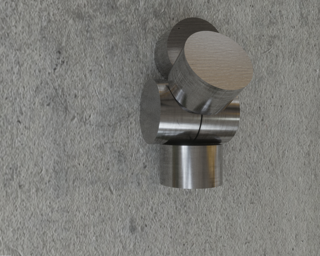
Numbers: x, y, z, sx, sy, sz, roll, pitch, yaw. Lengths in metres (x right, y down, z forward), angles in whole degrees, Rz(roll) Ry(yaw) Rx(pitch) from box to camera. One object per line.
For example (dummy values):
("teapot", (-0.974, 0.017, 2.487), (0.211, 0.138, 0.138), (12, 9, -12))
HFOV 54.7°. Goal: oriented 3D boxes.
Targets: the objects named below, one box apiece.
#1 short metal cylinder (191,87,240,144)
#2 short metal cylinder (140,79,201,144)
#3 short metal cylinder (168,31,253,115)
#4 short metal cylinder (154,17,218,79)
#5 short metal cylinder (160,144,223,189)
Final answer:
("short metal cylinder", (0.060, -0.019, 0.404), (0.050, 0.080, 0.079), (0, 90, -20))
("short metal cylinder", (0.010, -0.020, 0.386), (0.050, 0.080, 0.079), (1, 90, -21))
("short metal cylinder", (0.055, -0.061, 0.348), (0.081, 0.050, 0.080), (10, 59, -16))
("short metal cylinder", (0.038, -0.099, 0.413), (0.081, 0.050, 0.079), (0, 90, -21))
("short metal cylinder", (0.040, 0.045, 0.397), (0.081, 0.080, 0.050), (0, 90, -20))
